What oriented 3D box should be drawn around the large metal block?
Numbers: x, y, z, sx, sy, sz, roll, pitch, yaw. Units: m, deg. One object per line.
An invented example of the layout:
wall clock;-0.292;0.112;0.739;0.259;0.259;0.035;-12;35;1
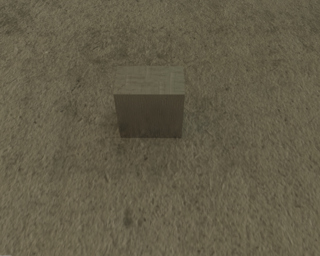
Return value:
large metal block;-0.012;-0.031;0.394;0.080;0.080;0.050;0;50;0
